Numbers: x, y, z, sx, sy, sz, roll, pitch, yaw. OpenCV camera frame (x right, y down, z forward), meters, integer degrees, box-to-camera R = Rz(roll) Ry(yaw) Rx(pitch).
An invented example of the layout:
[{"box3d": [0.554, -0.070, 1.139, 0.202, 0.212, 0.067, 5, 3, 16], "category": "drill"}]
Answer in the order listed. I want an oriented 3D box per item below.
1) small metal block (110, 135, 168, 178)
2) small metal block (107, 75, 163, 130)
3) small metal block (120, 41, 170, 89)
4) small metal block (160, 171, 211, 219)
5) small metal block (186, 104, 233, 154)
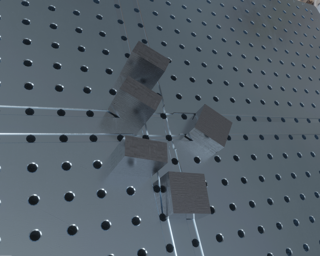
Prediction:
[{"box3d": [-0.025, 0.035, 0.359, 0.050, 0.050, 0.025, 11, 57, -23], "category": "small metal block"}, {"box3d": [-0.032, -0.031, 0.395, 0.050, 0.050, 0.025, 32, 52, -8], "category": "small metal block"}, {"box3d": [-0.022, -0.085, 0.434, 0.050, 0.050, 0.025, 30, 52, -10], "category": "small metal block"}, {"box3d": [0.030, 0.082, 0.376, 0.050, 0.025, 0.050, 8, 58, -25], "category": "small metal block"}, {"box3d": [0.072, 0.001, 0.448, 0.050, 0.025, 0.050, 33, 51, -7], "category": "small metal block"}]
